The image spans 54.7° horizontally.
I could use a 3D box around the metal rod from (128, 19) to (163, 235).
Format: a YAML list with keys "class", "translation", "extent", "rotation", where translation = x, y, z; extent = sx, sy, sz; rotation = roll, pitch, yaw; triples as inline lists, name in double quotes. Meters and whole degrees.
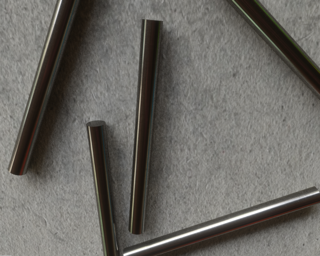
- class: "metal rod"
  translation: [-0.022, 0.013, 0.414]
  extent: [0.025, 0.025, 0.298]
  rotation: [5, 110, -2]

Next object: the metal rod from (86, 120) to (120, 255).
- class: "metal rod"
  translation: [-0.078, 0.134, 0.457]
  extent: [0.025, 0.025, 0.298]
  rotation: [-3, 110, 0]

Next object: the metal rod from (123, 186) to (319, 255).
- class: "metal rod"
  translation: [0.088, 0.148, 0.465]
  extent: [0.301, 0.025, 0.025]
  rotation: [-20, 109, 7]

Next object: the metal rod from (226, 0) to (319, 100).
- class: "metal rod"
  translation: [0.126, -0.121, 0.367]
  extent: [0.300, 0.025, 0.025]
  rotation: [41, 105, -14]

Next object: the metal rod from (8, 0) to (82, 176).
- class: "metal rod"
  translation: [-0.138, -0.071, 0.381]
  extent: [0.025, 0.025, 0.298]
  rotation: [22, 108, -8]
